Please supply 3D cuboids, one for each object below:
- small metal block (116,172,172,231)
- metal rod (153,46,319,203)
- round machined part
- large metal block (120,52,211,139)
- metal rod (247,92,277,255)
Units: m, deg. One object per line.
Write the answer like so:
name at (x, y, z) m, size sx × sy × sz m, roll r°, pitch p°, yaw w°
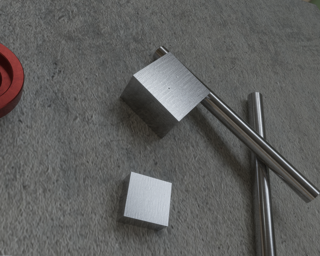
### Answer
small metal block at (-0.017, 0.082, 0.346) m, size 0.050 × 0.025 × 0.050 m, roll 19°, pitch 54°, yaw -18°
metal rod at (0.102, -0.012, 0.446) m, size 0.300 × 0.025 × 0.025 m, roll 45°, pitch 50°, yaw 12°
round machined part at (-0.194, -0.045, 0.316) m, size 0.099 × 0.042 × 0.098 m, roll 14°, pitch 56°, yaw -21°
large metal block at (0.008, -0.045, 0.421) m, size 0.080 × 0.050 × 0.080 m, roll 46°, pitch 51°, yaw 3°
metal rod at (0.143, 0.070, 0.440) m, size 0.025 × 0.025 × 0.300 m, roll 20°, pitch 54°, yaw -17°
